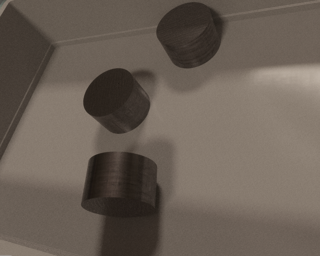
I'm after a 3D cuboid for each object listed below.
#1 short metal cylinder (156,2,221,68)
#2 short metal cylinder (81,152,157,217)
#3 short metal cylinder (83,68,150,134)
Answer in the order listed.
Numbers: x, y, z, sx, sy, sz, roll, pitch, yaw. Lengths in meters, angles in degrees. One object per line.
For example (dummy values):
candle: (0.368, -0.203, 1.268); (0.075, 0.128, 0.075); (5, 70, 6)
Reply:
short metal cylinder: (0.042, -0.134, 0.449); (0.080, 0.050, 0.080); (-13, 56, 20)
short metal cylinder: (-0.044, 0.066, 0.352); (0.080, 0.080, 0.050); (-11, 57, 22)
short metal cylinder: (-0.061, -0.038, 0.444); (0.080, 0.050, 0.080); (-13, 56, 20)
